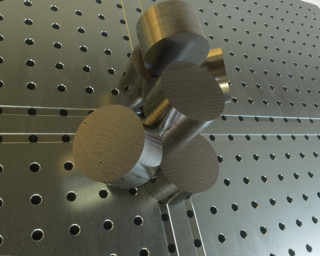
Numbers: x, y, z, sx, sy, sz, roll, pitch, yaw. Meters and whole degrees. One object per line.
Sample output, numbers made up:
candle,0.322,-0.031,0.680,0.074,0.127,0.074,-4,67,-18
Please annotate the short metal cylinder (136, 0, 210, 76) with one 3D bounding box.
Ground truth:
short metal cylinder,0.015,-0.107,0.380,0.081,0.080,0.050,0,62,-28

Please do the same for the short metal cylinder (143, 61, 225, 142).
short metal cylinder,0.027,-0.030,0.360,0.081,0.050,0.080,14,56,-21

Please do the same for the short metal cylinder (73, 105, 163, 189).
short metal cylinder,-0.044,0.021,0.329,0.050,0.080,0.080,42,29,-63

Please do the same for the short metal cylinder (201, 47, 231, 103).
short metal cylinder,0.069,-0.071,0.444,0.050,0.080,0.080,-11,60,12

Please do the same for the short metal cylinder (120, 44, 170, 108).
short metal cylinder,-0.010,-0.073,0.431,0.081,0.050,0.080,13,57,-21

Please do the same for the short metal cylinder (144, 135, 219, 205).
short metal cylinder,0.023,0.047,0.375,0.081,0.050,0.080,14,57,-21
